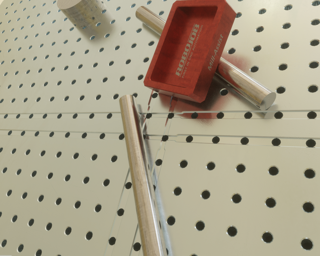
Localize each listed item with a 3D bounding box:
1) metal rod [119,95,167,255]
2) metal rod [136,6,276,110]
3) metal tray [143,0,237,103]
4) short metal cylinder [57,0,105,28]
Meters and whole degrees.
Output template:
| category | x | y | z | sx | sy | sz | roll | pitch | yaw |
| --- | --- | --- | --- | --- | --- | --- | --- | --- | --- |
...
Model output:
| category | x | y | z | sx | sy | sz | roll | pitch | yaw |
| --- | --- | --- | --- | --- | --- | --- | --- | --- | --- |
| metal rod | -0.019 | 0.078 | 0.369 | 0.025 | 0.025 | 0.299 | -24 | 53 | 13 |
| metal rod | 0.047 | -0.117 | 0.454 | 0.025 | 0.025 | 0.300 | -42 | 51 | -1 |
| metal tray | 0.038 | -0.106 | 0.419 | 0.090 | 0.030 | 0.129 | 19 | 88 | 42 |
| short metal cylinder | -0.159 | -0.251 | 0.627 | 0.080 | 0.050 | 0.080 | -13 | 56 | 20 |
